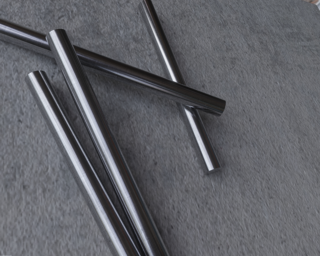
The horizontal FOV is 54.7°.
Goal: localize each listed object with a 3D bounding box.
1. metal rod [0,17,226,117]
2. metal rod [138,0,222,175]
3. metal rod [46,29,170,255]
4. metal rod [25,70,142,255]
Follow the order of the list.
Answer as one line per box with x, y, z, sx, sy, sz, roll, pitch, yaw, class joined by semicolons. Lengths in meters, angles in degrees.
-0.055;-0.074;0.401;0.302;0.025;0.025;18;54;-11;metal rod
0.023;-0.074;0.462;0.025;0.025;0.299;-6;65;-31;metal rod
-0.057;0.024;0.339;0.025;0.025;0.299;-19;78;-36;metal rod
-0.070;0.065;0.326;0.025;0.025;0.299;-21;73;-36;metal rod
